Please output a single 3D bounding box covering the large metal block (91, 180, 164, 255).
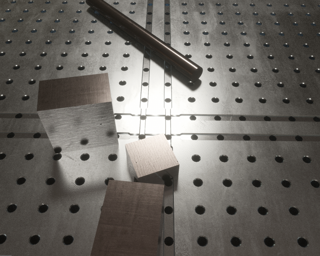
[{"bbox_3d":[-0.026,0.105,0.284,0.050,0.080,0.080,5,50,4],"label":"large metal block"}]

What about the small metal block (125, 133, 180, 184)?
[{"bbox_3d":[-0.010,0.039,0.375,0.050,0.025,0.050,-16,52,-14],"label":"small metal block"}]

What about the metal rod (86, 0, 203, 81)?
[{"bbox_3d":[-0.040,-0.170,0.550,0.025,0.025,0.300,-33,58,-25],"label":"metal rod"}]

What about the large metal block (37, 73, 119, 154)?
[{"bbox_3d":[-0.098,-0.017,0.385,0.081,0.080,0.050,-8,51,-7],"label":"large metal block"}]
